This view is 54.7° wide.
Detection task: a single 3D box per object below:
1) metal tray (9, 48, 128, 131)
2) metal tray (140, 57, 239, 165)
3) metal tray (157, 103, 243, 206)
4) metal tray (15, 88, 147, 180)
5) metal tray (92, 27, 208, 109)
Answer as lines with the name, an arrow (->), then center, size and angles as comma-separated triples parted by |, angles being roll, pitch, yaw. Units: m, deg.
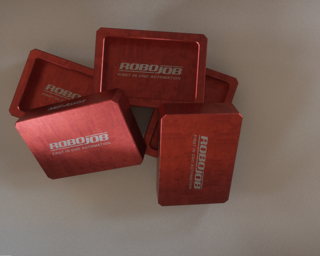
metal tray -> -0.115, -0.038, 0.404 | 0.131, 0.030, 0.090 | 20, 90, -1
metal tray -> 0.037, -0.016, 0.408 | 0.090, 0.030, 0.129 | 19, 90, -1
metal tray -> 0.043, 0.034, 0.376 | 0.091, 0.030, 0.129 | -1, 119, -6
metal tray -> -0.092, 0.011, 0.372 | 0.130, 0.030, 0.090 | -12, 120, 15
metal tray -> -0.012, -0.069, 0.377 | 0.131, 0.030, 0.089 | 4, 90, -1
